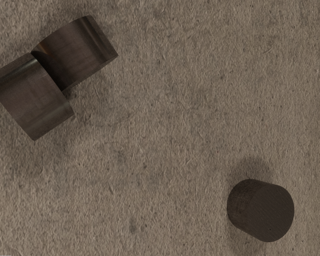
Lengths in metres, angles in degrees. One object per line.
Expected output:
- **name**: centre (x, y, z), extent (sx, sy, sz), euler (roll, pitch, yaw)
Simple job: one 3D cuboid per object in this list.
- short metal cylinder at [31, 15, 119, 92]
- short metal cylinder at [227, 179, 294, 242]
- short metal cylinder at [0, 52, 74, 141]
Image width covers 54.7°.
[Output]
- **short metal cylinder**: centre (-0.094, -0.080, 0.345), extent (0.080, 0.080, 0.050), euler (-37, 103, -16)
- **short metal cylinder**: centre (0.146, 0.118, 0.452), extent (0.081, 0.050, 0.079), euler (0, 90, -21)
- **short metal cylinder**: centre (-0.137, -0.033, 0.329), extent (0.050, 0.080, 0.080), euler (-38, 103, -16)
